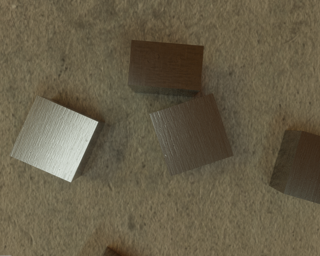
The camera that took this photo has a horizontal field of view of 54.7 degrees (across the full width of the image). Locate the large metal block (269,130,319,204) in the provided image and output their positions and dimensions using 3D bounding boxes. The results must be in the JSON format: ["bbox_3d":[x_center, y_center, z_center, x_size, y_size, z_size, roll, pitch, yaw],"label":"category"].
[{"bbox_3d":[0.199,0.052,0.400,0.080,0.050,0.080,16,90,-1],"label":"large metal block"}]

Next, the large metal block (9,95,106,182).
[{"bbox_3d":[-0.127,0.013,0.396,0.080,0.050,0.080,24,90,-1],"label":"large metal block"}]

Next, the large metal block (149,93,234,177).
[{"bbox_3d":[0.038,0.008,0.398,0.080,0.050,0.080,-18,90,-1],"label":"large metal block"}]

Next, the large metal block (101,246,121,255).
[{"bbox_3d":[-0.060,0.216,0.397,0.080,0.050,0.080,33,90,-1],"label":"large metal block"}]

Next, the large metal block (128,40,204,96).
[{"bbox_3d":[0.006,-0.070,0.383,0.081,0.080,0.050,5,90,-1],"label":"large metal block"}]
